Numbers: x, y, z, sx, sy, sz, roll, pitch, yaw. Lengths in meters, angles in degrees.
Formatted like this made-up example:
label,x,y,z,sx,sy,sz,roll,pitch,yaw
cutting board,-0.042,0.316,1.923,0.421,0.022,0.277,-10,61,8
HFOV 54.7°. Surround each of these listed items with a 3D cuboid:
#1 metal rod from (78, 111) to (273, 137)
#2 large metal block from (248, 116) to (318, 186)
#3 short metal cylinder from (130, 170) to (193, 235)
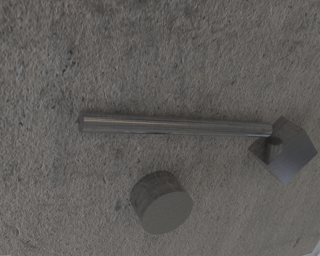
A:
label,x,y,z,sx,sy,sz,roll,pitch,yaw
metal rod,0.041,-0.002,0.428,0.303,0.025,0.025,2,117,-30
large metal block,0.211,0.040,0.531,0.080,0.050,0.080,-45,129,3
short metal cylinder,0.002,0.110,0.460,0.081,0.050,0.079,-14,124,-21
